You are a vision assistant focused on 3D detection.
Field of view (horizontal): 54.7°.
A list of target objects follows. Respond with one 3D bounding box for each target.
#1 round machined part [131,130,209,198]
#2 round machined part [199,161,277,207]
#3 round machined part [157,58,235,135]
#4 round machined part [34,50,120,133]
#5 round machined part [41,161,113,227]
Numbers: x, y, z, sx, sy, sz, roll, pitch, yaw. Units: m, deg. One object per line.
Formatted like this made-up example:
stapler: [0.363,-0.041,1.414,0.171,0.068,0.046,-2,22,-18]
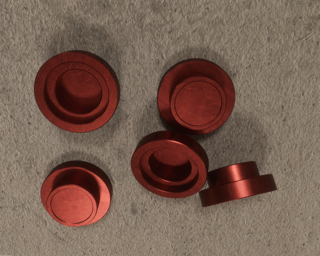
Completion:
round machined part: [0.015,0.043,0.406,0.098,0.042,0.097,7,125,10]
round machined part: [0.099,0.073,0.410,0.098,0.098,0.042,-15,74,5]
round machined part: [0.046,-0.036,0.388,0.099,0.042,0.097,0,110,-1]
round machined part: [-0.098,-0.047,0.382,0.099,0.042,0.097,0,110,-1]
round machined part: [-0.119,0.099,0.435,0.099,0.042,0.097,0,110,-1]
